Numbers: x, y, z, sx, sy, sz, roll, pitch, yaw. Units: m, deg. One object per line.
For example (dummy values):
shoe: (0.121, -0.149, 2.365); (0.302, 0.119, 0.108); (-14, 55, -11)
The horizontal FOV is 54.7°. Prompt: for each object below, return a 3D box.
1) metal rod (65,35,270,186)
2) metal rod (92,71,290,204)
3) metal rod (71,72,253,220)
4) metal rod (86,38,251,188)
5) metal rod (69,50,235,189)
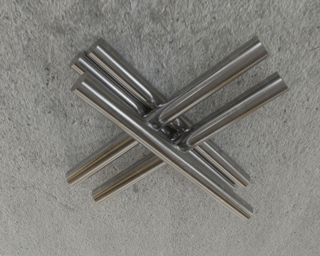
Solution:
metal rod: (-0.010, -0.006, 0.371); (0.299, 0.025, 0.025); (-34, 123, 25)
metal rod: (0.021, 0.025, 0.397); (0.299, 0.025, 0.025); (-34, 123, 25)
metal rod: (0.022, 0.038, 0.376); (0.025, 0.025, 0.301); (-35, 122, 26)
metal rod: (0.029, -0.003, 0.406); (0.025, 0.025, 0.301); (-34, 123, 25)
metal rod: (0.008, 0.008, 0.415); (0.025, 0.025, 0.301); (-34, 123, 25)
